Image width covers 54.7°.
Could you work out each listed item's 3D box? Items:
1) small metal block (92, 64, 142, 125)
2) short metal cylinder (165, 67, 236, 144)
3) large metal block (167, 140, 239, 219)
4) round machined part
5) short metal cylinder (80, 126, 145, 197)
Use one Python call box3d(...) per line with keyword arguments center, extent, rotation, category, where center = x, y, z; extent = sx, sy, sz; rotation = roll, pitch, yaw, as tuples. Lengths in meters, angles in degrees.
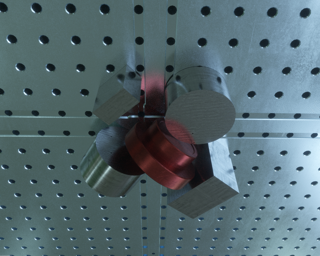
box3d(center=(-0.049, -0.039, 0.361), extent=(0.050, 0.050, 0.025), rotation=(-34, 122, 25), category="small metal block")
box3d(center=(0.046, -0.026, 0.373), extent=(0.081, 0.050, 0.079), rotation=(0, 130, 0), category="short metal cylinder")
box3d(center=(0.056, 0.067, 0.434), extent=(0.050, 0.080, 0.080), rotation=(36, 121, -27), category="large metal block")
box3d(center=(0.008, 0.025, 0.386), extent=(0.098, 0.098, 0.042), rotation=(34, 110, -26), category="round machined part")
box3d(center=(-0.058, 0.044, 0.412), extent=(0.080, 0.080, 0.050), rotation=(25, 126, -20), category="short metal cylinder")
